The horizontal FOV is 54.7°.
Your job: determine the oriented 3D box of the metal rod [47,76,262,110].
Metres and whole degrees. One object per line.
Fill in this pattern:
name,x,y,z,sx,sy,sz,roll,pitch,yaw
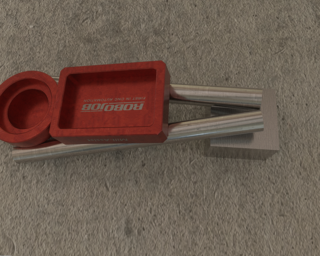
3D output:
metal rod,-0.029,-0.047,0.392,0.301,0.025,0.025,6,70,15

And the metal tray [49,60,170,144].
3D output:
metal tray,-0.056,-0.029,0.361,0.131,0.030,0.090,-1,69,12

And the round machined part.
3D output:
round machined part,-0.165,-0.021,0.400,0.098,0.042,0.098,-3,69,9

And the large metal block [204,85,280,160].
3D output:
large metal block,0.101,-0.006,0.398,0.081,0.050,0.080,4,70,1

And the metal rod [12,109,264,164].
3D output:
metal rod,-0.034,0.012,0.370,0.301,0.025,0.025,-8,70,10
